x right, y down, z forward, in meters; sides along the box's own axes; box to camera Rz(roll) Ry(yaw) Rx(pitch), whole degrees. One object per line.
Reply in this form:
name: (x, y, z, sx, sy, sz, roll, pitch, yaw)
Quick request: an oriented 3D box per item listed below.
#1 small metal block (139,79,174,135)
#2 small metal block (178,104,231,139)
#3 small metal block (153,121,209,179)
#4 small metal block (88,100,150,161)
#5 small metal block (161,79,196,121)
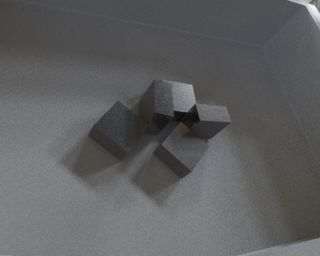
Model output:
small metal block: (-0.006, -0.026, 0.401, 0.025, 0.050, 0.050, 12, 57, -22)
small metal block: (0.060, -0.008, 0.426, 0.050, 0.050, 0.025, 3, 61, -27)
small metal block: (0.028, 0.028, 0.402, 0.050, 0.025, 0.050, 42, 51, 0)
small metal block: (-0.049, 0.003, 0.376, 0.050, 0.025, 0.050, 39, 51, -3)
small metal block: (0.023, -0.038, 0.440, 0.050, 0.025, 0.050, 6, 59, -25)
